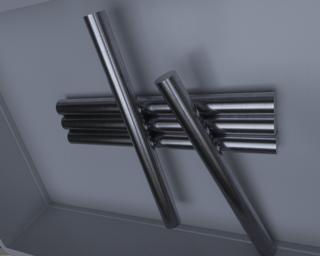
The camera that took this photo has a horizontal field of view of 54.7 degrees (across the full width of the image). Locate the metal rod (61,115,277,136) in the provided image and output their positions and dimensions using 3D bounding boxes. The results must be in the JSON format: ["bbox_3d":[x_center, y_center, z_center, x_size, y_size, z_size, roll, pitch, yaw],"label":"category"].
[{"bbox_3d":[-0.008,-0.007,0.406,0.301,0.025,0.025,1,119,27],"label":"metal rod"}]

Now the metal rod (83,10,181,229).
[{"bbox_3d":[-0.027,0.007,0.391,0.025,0.025,0.298,-5,116,30],"label":"metal rod"}]

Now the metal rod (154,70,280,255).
[{"bbox_3d":[0.080,0.063,0.377,0.025,0.025,0.299,-17,117,34],"label":"metal rod"}]

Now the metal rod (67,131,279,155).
[{"bbox_3d":[-0.002,0.015,0.416,0.301,0.025,0.025,1,119,27],"label":"metal rod"}]

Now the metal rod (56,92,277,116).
[{"bbox_3d":[-0.012,-0.028,0.395,0.301,0.025,0.025,1,119,27],"label":"metal rod"}]
